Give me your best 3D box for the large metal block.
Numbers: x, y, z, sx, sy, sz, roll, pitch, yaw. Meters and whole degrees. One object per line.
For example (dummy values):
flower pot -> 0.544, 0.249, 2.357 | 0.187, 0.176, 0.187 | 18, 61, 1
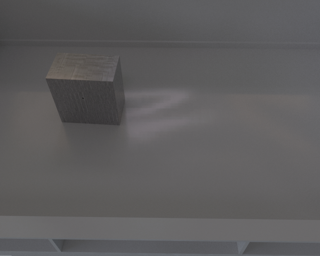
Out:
large metal block -> -0.093, -0.050, 0.411 | 0.080, 0.080, 0.050 | 3, 50, 3
